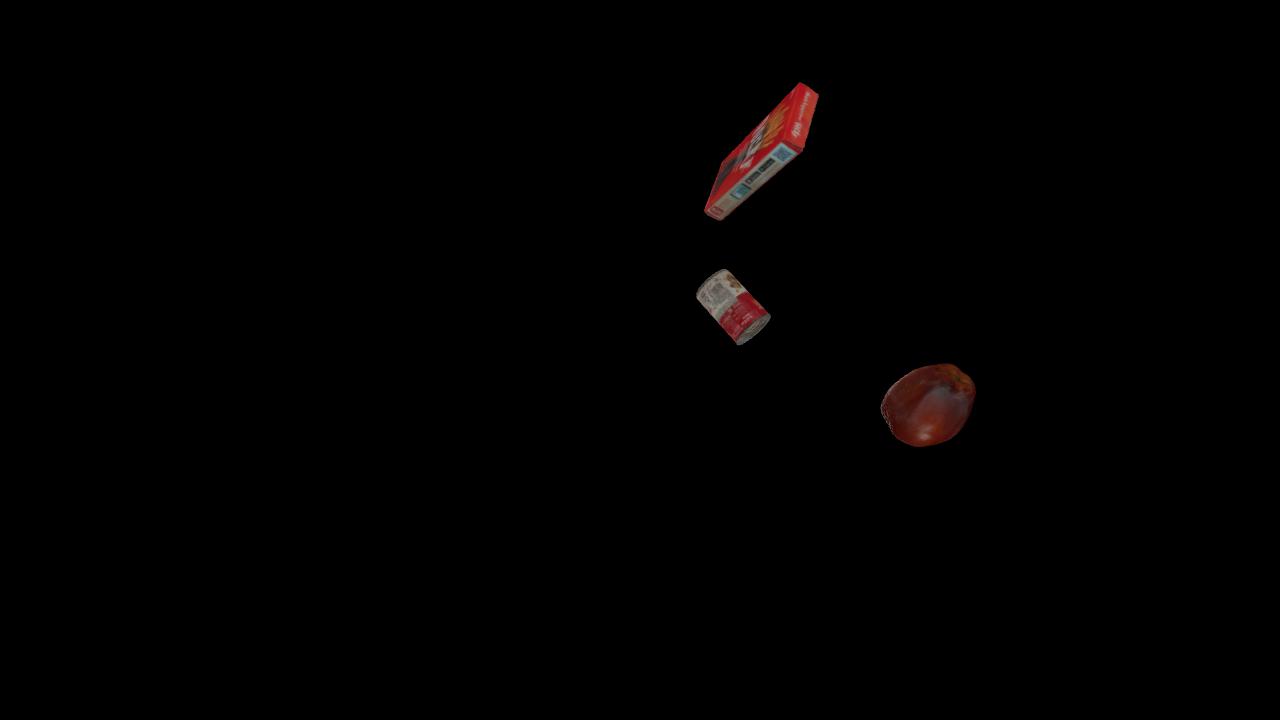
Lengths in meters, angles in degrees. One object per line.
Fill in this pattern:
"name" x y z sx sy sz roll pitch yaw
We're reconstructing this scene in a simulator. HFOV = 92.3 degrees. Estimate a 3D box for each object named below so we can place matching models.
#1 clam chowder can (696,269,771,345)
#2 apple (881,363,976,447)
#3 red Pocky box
"clam chowder can" 0.143 -0.082 0.949 0.068 0.102 0.068 -36 -18 -13
"apple" 0.290 0.047 0.617 0.079 0.079 0.093 0 -44 -25
"red Pocky box" 0.128 -0.222 0.671 0.028 0.083 0.155 28 -25 -16
